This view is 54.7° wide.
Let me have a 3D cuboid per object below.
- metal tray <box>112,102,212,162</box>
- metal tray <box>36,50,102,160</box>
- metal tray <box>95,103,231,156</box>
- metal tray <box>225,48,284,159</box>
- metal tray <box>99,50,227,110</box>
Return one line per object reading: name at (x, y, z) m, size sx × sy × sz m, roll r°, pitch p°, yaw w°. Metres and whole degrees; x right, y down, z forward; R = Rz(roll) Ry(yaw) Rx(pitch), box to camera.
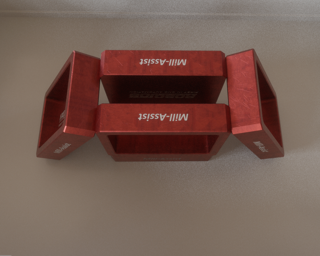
metal tray at (0.002, -0.003, 0.407) m, size 0.131 × 0.030 × 0.090 m, roll 0°, pitch 70°, yaw -1°
metal tray at (-0.109, -0.019, 0.360) m, size 0.030 × 0.130 × 0.090 m, roll 12°, pitch 68°, yaw -30°
metal tray at (0.003, 0.005, 0.340) m, size 0.131 × 0.090 × 0.030 m, roll 0°, pitch 70°, yaw -1°
metal tray at (0.114, -0.021, 0.362) m, size 0.030 × 0.130 × 0.090 m, roll -11°, pitch 68°, yaw 28°
metal tray at (0.003, -0.052, 0.360) m, size 0.131 × 0.090 × 0.030 m, roll 0°, pitch 70°, yaw 0°
